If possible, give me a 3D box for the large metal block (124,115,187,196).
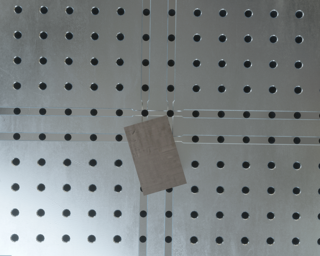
[{"bbox_3d":[-0.005,0.030,0.386,0.050,0.080,0.080,-16,90,0],"label":"large metal block"}]
